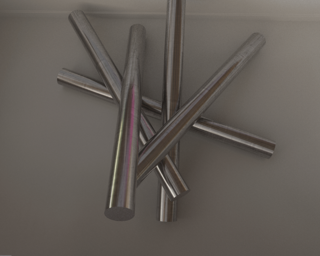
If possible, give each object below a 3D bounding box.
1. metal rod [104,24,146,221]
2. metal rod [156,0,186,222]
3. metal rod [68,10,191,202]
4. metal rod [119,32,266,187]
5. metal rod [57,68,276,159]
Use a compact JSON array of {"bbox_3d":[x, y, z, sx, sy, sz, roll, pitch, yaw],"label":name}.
[{"bbox_3d":[-0.033,-0.037,0.360,0.025,0.025,0.300,0,46,0],"label":"metal rod"},{"bbox_3d":[0.015,-0.037,0.392,0.025,0.025,0.298,3,81,1],"label":"metal rod"},{"bbox_3d":[-0.050,-0.044,0.396,0.025,0.025,0.299,-28,67,-10],"label":"metal rod"},{"bbox_3d":[0.054,-0.037,0.383,0.025,0.025,0.301,37,59,12],"label":"metal rod"},{"bbox_3d":[0.003,-0.022,0.417,0.301,0.025,0.025,20,71,7],"label":"metal rod"}]
